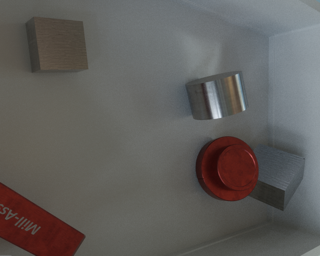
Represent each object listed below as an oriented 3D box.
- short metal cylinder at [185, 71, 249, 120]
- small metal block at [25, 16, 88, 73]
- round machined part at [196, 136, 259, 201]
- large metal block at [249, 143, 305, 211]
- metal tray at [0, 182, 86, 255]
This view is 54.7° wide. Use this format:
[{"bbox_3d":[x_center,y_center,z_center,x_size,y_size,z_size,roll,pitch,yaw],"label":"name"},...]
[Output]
[{"bbox_3d":[0.081,-0.047,0.441,0.081,0.080,0.050,-24,106,-38],"label":"short metal cylinder"},{"bbox_3d":[-0.105,-0.084,0.319,0.050,0.025,0.050,-10,97,-40],"label":"small metal block"},{"bbox_3d":[0.107,0.060,0.465,0.099,0.042,0.098,4,78,-18],"label":"round machined part"},{"bbox_3d":[0.187,0.080,0.524,0.080,0.080,0.050,-41,135,-33],"label":"large metal block"},{"bbox_3d":[-0.134,0.062,0.252,0.130,0.090,0.030,46,62,-31],"label":"metal tray"}]
